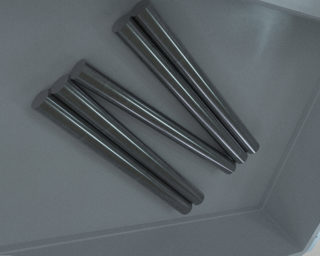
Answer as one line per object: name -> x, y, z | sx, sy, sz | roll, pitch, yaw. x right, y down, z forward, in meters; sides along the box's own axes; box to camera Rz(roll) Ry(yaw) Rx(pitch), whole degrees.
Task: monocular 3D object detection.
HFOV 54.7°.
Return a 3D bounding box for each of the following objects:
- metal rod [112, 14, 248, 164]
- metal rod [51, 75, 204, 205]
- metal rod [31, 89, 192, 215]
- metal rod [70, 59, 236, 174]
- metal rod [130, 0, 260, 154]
metal rod -> 0.046, -0.030, 0.413 | 0.025, 0.025, 0.300 | -45, 129, 3
metal rod -> -0.021, 0.035, 0.417 | 0.025, 0.025, 0.300 | -44, 129, 2
metal rod -> -0.041, 0.051, 0.416 | 0.025, 0.025, 0.300 | -44, 129, 2
metal rod -> 0.014, 0.002, 0.416 | 0.301, 0.025, 0.025 | 32, 100, -38
metal rod -> 0.065, -0.046, 0.414 | 0.025, 0.025, 0.300 | -45, 129, 3
